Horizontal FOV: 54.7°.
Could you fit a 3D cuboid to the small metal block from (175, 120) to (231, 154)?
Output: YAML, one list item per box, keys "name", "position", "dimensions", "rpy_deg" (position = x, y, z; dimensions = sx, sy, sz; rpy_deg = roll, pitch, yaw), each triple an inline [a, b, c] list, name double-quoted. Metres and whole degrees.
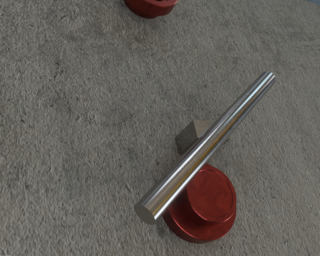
- name: "small metal block"
  position: [0.055, 0.014, 0.409]
  dimensions: [0.050, 0.050, 0.025]
  rpy_deg: [3, 61, -27]

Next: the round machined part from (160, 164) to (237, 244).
- name: "round machined part"
  position: [0.051, 0.083, 0.370]
  dimensions: [0.099, 0.042, 0.098]
  rpy_deg: [14, 56, -21]

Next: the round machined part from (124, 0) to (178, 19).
- name: "round machined part"
  position: [-0.022, -0.223, 0.517]
  dimensions: [0.099, 0.042, 0.098]
  rpy_deg: [14, 56, -21]

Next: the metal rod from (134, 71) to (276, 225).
- name: "metal rod"
  position: [0.075, 0.002, 0.378]
  dimensions: [0.025, 0.025, 0.302]
  rpy_deg: [46, 51, 4]
